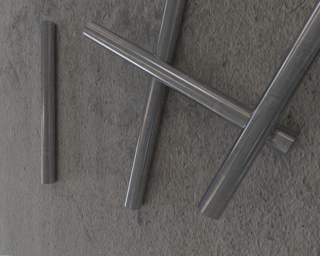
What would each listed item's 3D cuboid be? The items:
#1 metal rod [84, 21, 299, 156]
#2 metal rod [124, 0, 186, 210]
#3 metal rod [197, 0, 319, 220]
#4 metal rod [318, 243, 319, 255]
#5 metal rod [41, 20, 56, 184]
[{"bbox_3d":[0.016,-0.060,0.364,0.300,0.025,0.025,34,112,25],"label":"metal rod"},{"bbox_3d":[-0.007,-0.034,0.410,0.025,0.025,0.298,20,103,38],"label":"metal rod"},{"bbox_3d":[0.117,-0.046,0.280,0.025,0.025,0.298,35,103,34],"label":"metal rod"},{"bbox_3d":[0.167,0.021,0.267,0.025,0.025,0.298,12,97,39],"label":"metal rod"},{"bbox_3d":[-0.207,-0.047,0.576,0.025,0.025,0.298,0,90,40],"label":"metal rod"}]
